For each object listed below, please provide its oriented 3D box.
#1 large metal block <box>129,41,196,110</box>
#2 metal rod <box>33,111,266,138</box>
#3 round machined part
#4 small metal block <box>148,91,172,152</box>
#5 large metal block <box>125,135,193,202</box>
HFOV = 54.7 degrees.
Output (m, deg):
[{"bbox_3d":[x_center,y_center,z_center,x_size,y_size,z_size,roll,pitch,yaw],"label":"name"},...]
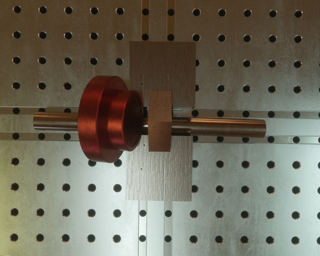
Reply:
[{"bbox_3d":[0.003,-0.065,0.401,0.081,0.050,0.079,1,90,0],"label":"large metal block"},{"bbox_3d":[-0.013,-0.004,0.413,0.302,0.025,0.025,2,90,0],"label":"metal rod"},{"bbox_3d":[-0.049,-0.009,0.347,0.042,0.098,0.097,4,90,14],"label":"round machined part"},{"bbox_3d":[0.000,-0.008,0.357,0.025,0.050,0.050,1,46,0],"label":"small metal block"},{"bbox_3d":[-0.001,0.049,0.401,0.081,0.050,0.079,1,90,0],"label":"large metal block"}]
